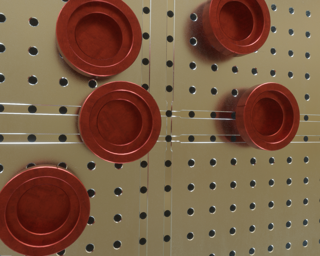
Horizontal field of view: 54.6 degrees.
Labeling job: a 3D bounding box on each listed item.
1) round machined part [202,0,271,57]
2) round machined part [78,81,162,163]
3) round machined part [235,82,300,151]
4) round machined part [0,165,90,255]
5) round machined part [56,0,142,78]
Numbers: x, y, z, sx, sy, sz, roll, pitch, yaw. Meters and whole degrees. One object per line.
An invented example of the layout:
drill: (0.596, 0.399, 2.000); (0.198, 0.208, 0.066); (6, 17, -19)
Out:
round machined part: (0.104, -0.149, 0.441); (0.099, 0.042, 0.097); (0, 90, -20)
round machined part: (-0.051, -0.007, 0.384); (0.099, 0.042, 0.097); (0, 90, -20)
round machined part: (0.153, -0.016, 0.460); (0.099, 0.042, 0.097); (0, 90, -20)
round machined part: (-0.133, 0.090, 0.355); (0.099, 0.042, 0.097); (0, 90, -20)
round machined part: (-0.075, -0.109, 0.375); (0.099, 0.042, 0.097); (0, 91, -20)
